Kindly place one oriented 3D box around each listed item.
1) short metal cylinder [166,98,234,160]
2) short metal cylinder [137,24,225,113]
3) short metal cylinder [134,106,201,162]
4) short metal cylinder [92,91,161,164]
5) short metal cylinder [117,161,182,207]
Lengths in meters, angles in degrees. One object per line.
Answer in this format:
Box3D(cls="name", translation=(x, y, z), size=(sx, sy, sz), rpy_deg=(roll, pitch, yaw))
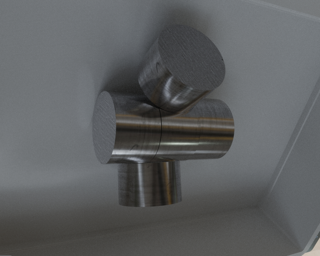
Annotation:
Box3D(cls="short metal cylinder", translation=(0.049, 0.001, 0.398), size=(0.050, 0.080, 0.079), rpy_deg=(1, 118, -29))
Box3D(cls="short metal cylinder", translation=(0.023, -0.063, 0.335), size=(0.081, 0.080, 0.050), rpy_deg=(2, 155, -29))
Box3D(cls="short metal cylinder", translation=(0.005, 0.001, 0.374), size=(0.050, 0.080, 0.079), rpy_deg=(1, 118, -29))
Box3D(cls="short metal cylinder", translation=(-0.040, 0.000, 0.349), size=(0.050, 0.080, 0.079), rpy_deg=(1, 118, -29))
Box3D(cls="short metal cylinder", translation=(-0.013, 0.069, 0.397), size=(0.081, 0.080, 0.050), rpy_deg=(0, 84, -29))
